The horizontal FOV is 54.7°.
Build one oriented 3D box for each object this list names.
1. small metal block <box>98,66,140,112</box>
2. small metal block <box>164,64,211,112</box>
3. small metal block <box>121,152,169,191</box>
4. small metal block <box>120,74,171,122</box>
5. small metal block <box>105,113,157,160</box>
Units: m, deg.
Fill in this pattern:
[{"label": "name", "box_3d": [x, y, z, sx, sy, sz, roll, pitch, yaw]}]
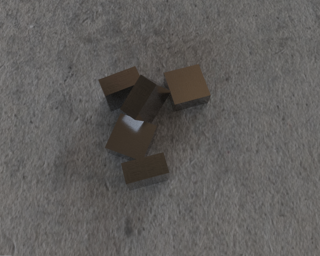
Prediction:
[{"label": "small metal block", "box_3d": [-0.050, -0.051, 0.413, 0.050, 0.050, 0.025, -22, 72, -8]}, {"label": "small metal block", "box_3d": [0.036, -0.055, 0.429, 0.050, 0.025, 0.050, -15, 71, -6]}, {"label": "small metal block", "box_3d": [-0.017, 0.054, 0.375, 0.050, 0.050, 0.025, -14, 71, -6]}, {"label": "small metal block", "box_3d": [-0.017, -0.036, 0.397, 0.025, 0.050, 0.050, 36, 100, 20]}, {"label": "small metal block", "box_3d": [-0.036, 0.015, 0.402, 0.050, 0.025, 0.050, 20, 71, 6]}]
